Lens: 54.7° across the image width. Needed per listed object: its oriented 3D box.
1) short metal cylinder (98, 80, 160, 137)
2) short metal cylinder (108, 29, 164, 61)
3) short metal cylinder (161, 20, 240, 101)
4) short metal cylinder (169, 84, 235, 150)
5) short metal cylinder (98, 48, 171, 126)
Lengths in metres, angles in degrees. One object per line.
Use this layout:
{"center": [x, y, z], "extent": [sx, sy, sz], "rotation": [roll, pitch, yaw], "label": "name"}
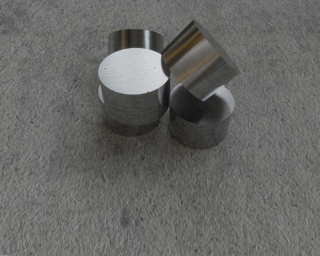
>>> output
{"center": [-0.039, -0.034, 0.416], "extent": [0.081, 0.050, 0.080], "rotation": [0, 50, 0], "label": "short metal cylinder"}
{"center": [-0.035, -0.105, 0.449], "extent": [0.081, 0.080, 0.050], "rotation": [0, 89, -1], "label": "short metal cylinder"}
{"center": [0.047, -0.078, 0.361], "extent": [0.050, 0.080, 0.080], "rotation": [-41, 49, 22], "label": "short metal cylinder"}
{"center": [0.052, -0.019, 0.404], "extent": [0.081, 0.050, 0.080], "rotation": [0, 50, 0], "label": "short metal cylinder"}
{"center": [-0.028, -0.049, 0.364], "extent": [0.081, 0.050, 0.080], "rotation": [0, 50, 0], "label": "short metal cylinder"}
